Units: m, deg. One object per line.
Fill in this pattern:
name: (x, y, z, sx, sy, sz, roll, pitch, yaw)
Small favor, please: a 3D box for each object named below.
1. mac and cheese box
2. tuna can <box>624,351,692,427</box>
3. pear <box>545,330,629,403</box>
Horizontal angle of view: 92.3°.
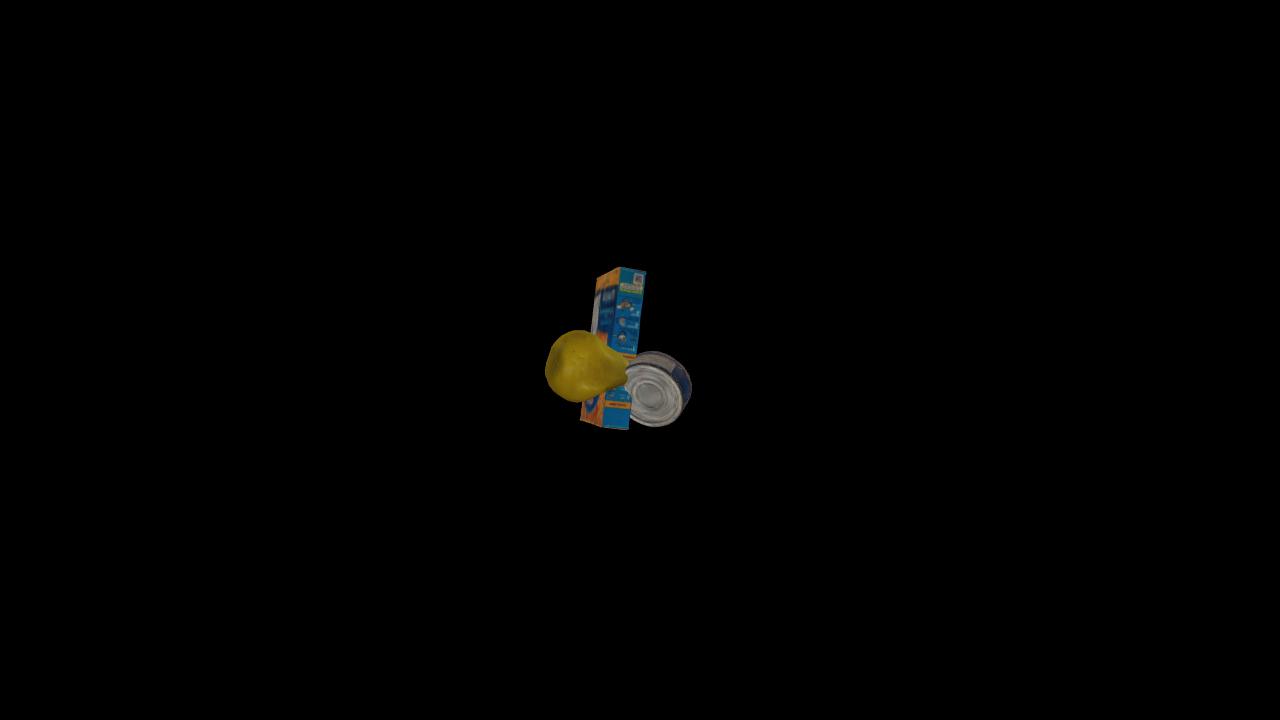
mac and cheese box: (-0.034, -0.013, 0.739, 0.041, 0.184, 0.093, 8, -4, -22)
tuna can: (0.015, 0.035, 0.702, 0.084, 0.084, 0.034, 0, 27, 22)
pear: (-0.048, 0.013, 0.690, 0.111, 0.080, 0.080, 17, -8, -27)
